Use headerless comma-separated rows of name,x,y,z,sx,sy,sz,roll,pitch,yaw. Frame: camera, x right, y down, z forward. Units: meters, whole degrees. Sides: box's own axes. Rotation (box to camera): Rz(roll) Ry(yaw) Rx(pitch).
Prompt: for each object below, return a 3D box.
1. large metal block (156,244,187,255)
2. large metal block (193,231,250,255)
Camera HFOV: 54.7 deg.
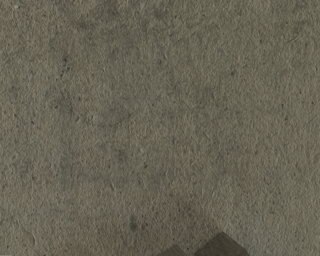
large metal block,0.011,0.198,0.363,0.081,0.080,0.050,-21,118,-25
large metal block,0.093,0.184,0.380,0.050,0.080,0.080,-35,90,-8
